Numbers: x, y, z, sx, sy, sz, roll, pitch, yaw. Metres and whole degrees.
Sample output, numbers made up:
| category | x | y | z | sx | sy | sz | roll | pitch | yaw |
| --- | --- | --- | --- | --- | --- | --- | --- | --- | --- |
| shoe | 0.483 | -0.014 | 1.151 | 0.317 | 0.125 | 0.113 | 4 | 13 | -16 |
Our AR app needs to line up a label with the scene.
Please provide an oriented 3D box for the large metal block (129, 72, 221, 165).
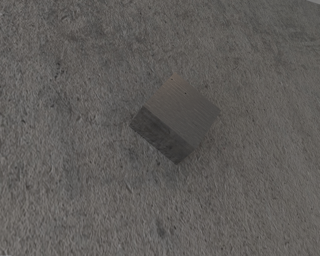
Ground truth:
| category | x | y | z | sx | sy | sz | roll | pitch | yaw |
| --- | --- | --- | --- | --- | --- | --- | --- | --- | --- |
| large metal block | 0.021 | -0.013 | 0.406 | 0.080 | 0.050 | 0.080 | 40 | 51 | -1 |
